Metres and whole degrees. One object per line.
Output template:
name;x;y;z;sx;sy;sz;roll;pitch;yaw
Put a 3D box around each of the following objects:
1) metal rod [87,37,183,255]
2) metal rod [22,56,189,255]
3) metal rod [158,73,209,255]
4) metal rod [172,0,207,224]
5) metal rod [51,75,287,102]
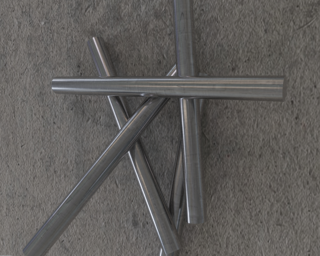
metal rod;-0.038;0.012;0.407;0.025;0.025;0.299;-26;76;18
metal rod;-0.056;0.030;0.377;0.025;0.025;0.300;36;82;16
metal rod;0.025;0.078;0.399;0.025;0.025;0.298;11;94;19
metal rod;0.034;-0.039;0.369;0.025;0.025;0.298;-4;89;20
metal rod;-0.013;-0.049;0.365;0.300;0.025;0.025;5;92;29
